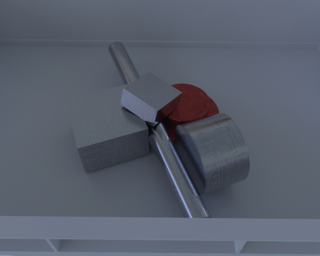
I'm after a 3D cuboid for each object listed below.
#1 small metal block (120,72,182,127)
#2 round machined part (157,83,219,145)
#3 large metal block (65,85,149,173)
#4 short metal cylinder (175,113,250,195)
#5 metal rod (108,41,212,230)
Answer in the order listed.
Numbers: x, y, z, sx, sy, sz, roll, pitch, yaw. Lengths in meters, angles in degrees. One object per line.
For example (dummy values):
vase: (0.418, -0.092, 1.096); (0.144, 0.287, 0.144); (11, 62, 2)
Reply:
small metal block: (-0.010, -0.035, 0.370); (0.050, 0.025, 0.050); (35, 46, 17)
round machined part: (0.030, -0.021, 0.410); (0.099, 0.042, 0.098); (0, 50, 0)
large metal block: (-0.065, -0.001, 0.384); (0.081, 0.050, 0.080); (-16, 52, -13)
short metal cylinder: (0.055, 0.028, 0.344); (0.050, 0.080, 0.080); (-16, 52, -13)
metal rod: (-0.014, -0.015, 0.389); (0.025, 0.025, 0.300); (-16, 52, -13)
